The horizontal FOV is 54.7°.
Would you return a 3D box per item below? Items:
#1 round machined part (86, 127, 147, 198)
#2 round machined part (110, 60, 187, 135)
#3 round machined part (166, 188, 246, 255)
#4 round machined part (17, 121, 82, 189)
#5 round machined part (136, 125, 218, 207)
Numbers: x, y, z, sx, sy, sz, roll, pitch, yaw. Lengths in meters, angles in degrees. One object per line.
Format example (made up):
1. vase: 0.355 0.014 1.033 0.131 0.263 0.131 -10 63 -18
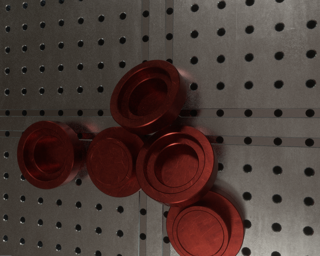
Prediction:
1. round machined part: -0.059 0.047 0.423 0.098 0.042 0.097 0 90 19
2. round machined part: -0.011 -0.035 0.392 0.098 0.042 0.098 -15 56 23
3. round machined part: 0.054 0.125 0.384 0.098 0.042 0.097 0 90 19
4. round machined part: -0.157 0.038 0.457 0.098 0.042 0.097 0 90 19
5. round machined part: 0.023 0.049 0.381 0.098 0.042 0.098 -10 60 19
